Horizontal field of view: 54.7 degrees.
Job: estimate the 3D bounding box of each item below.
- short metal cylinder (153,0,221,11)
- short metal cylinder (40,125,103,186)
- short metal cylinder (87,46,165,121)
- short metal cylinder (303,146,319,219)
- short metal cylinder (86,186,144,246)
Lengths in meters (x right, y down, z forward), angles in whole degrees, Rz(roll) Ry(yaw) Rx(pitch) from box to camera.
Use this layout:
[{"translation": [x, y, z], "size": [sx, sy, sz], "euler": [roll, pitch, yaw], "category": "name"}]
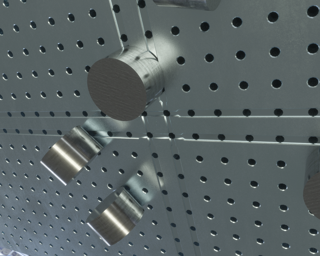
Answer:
[{"translation": [0.027, -0.147, 0.271], "size": [0.050, 0.080, 0.079], "euler": [13, 124, 21], "category": "short metal cylinder"}, {"translation": [-0.132, 0.042, 0.471], "size": [0.050, 0.080, 0.080], "euler": [44, 129, -2], "category": "short metal cylinder"}, {"translation": [-0.041, -0.055, 0.383], "size": [0.080, 0.050, 0.079], "euler": [13, 124, 20], "category": "short metal cylinder"}, {"translation": [0.197, 0.059, 0.328], "size": [0.080, 0.050, 0.079], "euler": [13, 124, 21], "category": "short metal cylinder"}, {"translation": [-0.072, 0.141, 0.501], "size": [0.050, 0.080, 0.080], "euler": [49, 129, -6], "category": "short metal cylinder"}]
